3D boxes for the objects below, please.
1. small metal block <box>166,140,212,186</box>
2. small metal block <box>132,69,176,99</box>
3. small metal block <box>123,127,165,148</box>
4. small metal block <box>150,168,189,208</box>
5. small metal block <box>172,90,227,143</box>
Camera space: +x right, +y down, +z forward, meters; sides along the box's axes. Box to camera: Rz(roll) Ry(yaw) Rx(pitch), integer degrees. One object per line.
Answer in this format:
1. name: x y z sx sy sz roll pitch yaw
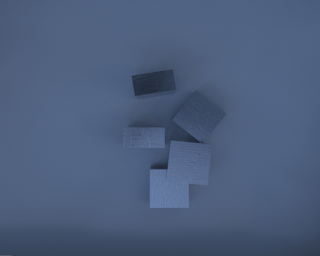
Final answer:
1. small metal block: 0.035 0.042 0.387 0.050 0.025 0.050 6 90 0
2. small metal block: -0.007 -0.055 0.399 0.050 0.050 0.025 -9 90 0
3. small metal block: -0.019 0.011 0.399 0.050 0.050 0.025 0 90 0
4. small metal block: 0.012 0.078 0.411 0.050 0.025 0.050 0 90 0
5. small metal block: 0.051 -0.014 0.412 0.050 0.025 0.050 39 90 0
